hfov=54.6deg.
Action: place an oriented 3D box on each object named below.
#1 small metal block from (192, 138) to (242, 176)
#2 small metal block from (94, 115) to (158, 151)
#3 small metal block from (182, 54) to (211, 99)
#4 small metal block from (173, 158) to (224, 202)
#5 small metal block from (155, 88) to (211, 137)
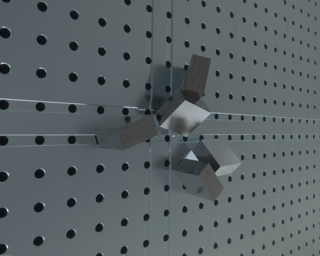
[{"bbox_3d":[0.084,0.043,0.460,0.050,0.025,0.050,-2,47,-41],"label":"small metal block"},{"bbox_3d":[-0.039,0.004,0.359,0.050,0.050,0.025,-23,105,-38],"label":"small metal block"},{"bbox_3d":[0.048,-0.066,0.428,0.025,0.050,0.050,13,78,-2],"label":"small metal block"},{"bbox_3d":[0.054,0.072,0.436,0.025,0.050,0.050,-46,117,-27],"label":"small metal block"},{"bbox_3d":[0.030,-0.019,0.415,0.050,0.050,0.025,22,33,-38],"label":"small metal block"}]
